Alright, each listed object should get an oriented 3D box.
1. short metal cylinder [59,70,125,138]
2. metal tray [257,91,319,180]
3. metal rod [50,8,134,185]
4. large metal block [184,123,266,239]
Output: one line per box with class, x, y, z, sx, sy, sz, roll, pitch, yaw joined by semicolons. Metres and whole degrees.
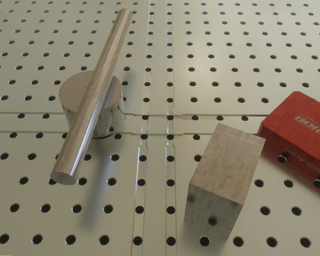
short metal cylinder;-0.090;-0.033;0.418;0.080;0.050;0.080;0;50;0
metal tray;0.204;0.014;0.393;0.130;0.030;0.091;37;59;27
metal rod;-0.074;-0.065;0.396;0.025;0.025;0.300;6;50;5
large metal block;0.066;0.056;0.325;0.050;0.080;0.080;20;53;16
